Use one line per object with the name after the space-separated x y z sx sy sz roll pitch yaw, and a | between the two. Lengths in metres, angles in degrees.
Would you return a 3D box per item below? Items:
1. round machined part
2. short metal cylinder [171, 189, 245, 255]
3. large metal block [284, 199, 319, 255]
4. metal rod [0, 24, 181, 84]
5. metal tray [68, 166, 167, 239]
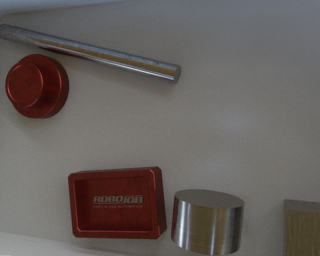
-0.191 -0.063 0.467 0.098 0.042 0.097 0 90 19 | round machined part
0.055 0.106 0.361 0.080 0.080 0.050 6 92 19 | short metal cylinder
0.178 0.126 0.335 0.080 0.050 0.079 2 91 19 | large metal block
-0.114 -0.112 0.449 0.301 0.025 0.025 17 96 18 | metal rod
-0.060 0.103 0.427 0.130 0.030 0.089 -6 88 19 | metal tray
